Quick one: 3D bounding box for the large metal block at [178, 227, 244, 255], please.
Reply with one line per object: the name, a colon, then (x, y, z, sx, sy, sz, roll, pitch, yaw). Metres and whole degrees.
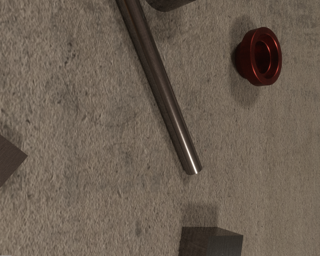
large metal block: (0.072, 0.191, 0.452, 0.081, 0.050, 0.080, 16, 80, -39)

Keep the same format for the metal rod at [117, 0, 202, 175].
metal rod: (-0.004, -0.071, 0.402, 0.025, 0.025, 0.299, -35, 112, -35)

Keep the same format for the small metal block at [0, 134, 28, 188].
small metal block: (-0.157, 0.028, 0.274, 0.050, 0.025, 0.050, 49, 61, -29)

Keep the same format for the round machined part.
round machined part: (0.167, -0.121, 0.537, 0.099, 0.042, 0.097, 0, 90, -40)

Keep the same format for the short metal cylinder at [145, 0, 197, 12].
short metal cylinder: (0.016, -0.199, 0.403, 0.081, 0.050, 0.079, 0, 90, -40)
